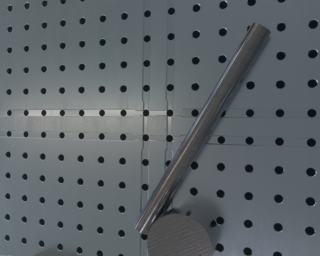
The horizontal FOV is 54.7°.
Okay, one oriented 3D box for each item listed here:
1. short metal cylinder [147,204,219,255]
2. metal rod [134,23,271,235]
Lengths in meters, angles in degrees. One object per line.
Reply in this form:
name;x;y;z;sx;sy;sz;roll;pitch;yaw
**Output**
short metal cylinder;0.031;0.141;0.388;0.080;0.050;0.079;0;90;20
metal rod;0.048;0.009;0.395;0.025;0.025;0.299;33;100;17
